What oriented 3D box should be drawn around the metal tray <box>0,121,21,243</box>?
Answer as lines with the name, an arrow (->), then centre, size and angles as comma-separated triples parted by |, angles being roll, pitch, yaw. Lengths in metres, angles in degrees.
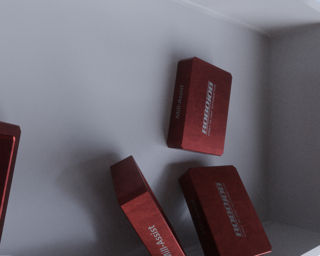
metal tray -> -0.154, 0.055, 0.238 | 0.030, 0.090, 0.129 | 7, 84, 3

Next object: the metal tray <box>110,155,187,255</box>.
metal tray -> -0.010, 0.104, 0.355 | 0.030, 0.090, 0.129 | -29, 111, -5

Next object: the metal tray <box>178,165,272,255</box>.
metal tray -> 0.088, 0.117, 0.429 | 0.091, 0.030, 0.130 | 1, 55, -32

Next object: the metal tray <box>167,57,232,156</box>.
metal tray -> 0.061, -0.028, 0.457 | 0.091, 0.030, 0.129 | 14, 81, -40
